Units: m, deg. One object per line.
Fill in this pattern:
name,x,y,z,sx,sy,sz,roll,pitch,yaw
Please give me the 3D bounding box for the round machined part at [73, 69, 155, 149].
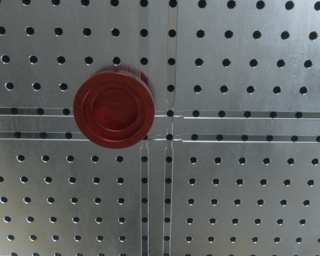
round machined part,-0.056,-0.026,0.394,0.099,0.042,0.097,0,110,0
